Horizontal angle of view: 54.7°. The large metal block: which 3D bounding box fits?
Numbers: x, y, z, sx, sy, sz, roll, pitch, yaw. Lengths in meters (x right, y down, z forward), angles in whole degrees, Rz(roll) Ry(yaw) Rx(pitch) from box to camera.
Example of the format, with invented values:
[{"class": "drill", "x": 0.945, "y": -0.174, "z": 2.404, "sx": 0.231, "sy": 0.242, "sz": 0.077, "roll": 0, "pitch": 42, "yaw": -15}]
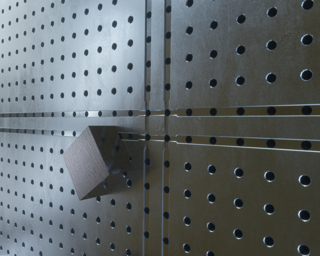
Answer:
[{"class": "large metal block", "x": -0.094, "y": 0.052, "z": 0.468, "sx": 0.080, "sy": 0.050, "sz": 0.080, "roll": -42, "pitch": 65, "yaw": 32}]
